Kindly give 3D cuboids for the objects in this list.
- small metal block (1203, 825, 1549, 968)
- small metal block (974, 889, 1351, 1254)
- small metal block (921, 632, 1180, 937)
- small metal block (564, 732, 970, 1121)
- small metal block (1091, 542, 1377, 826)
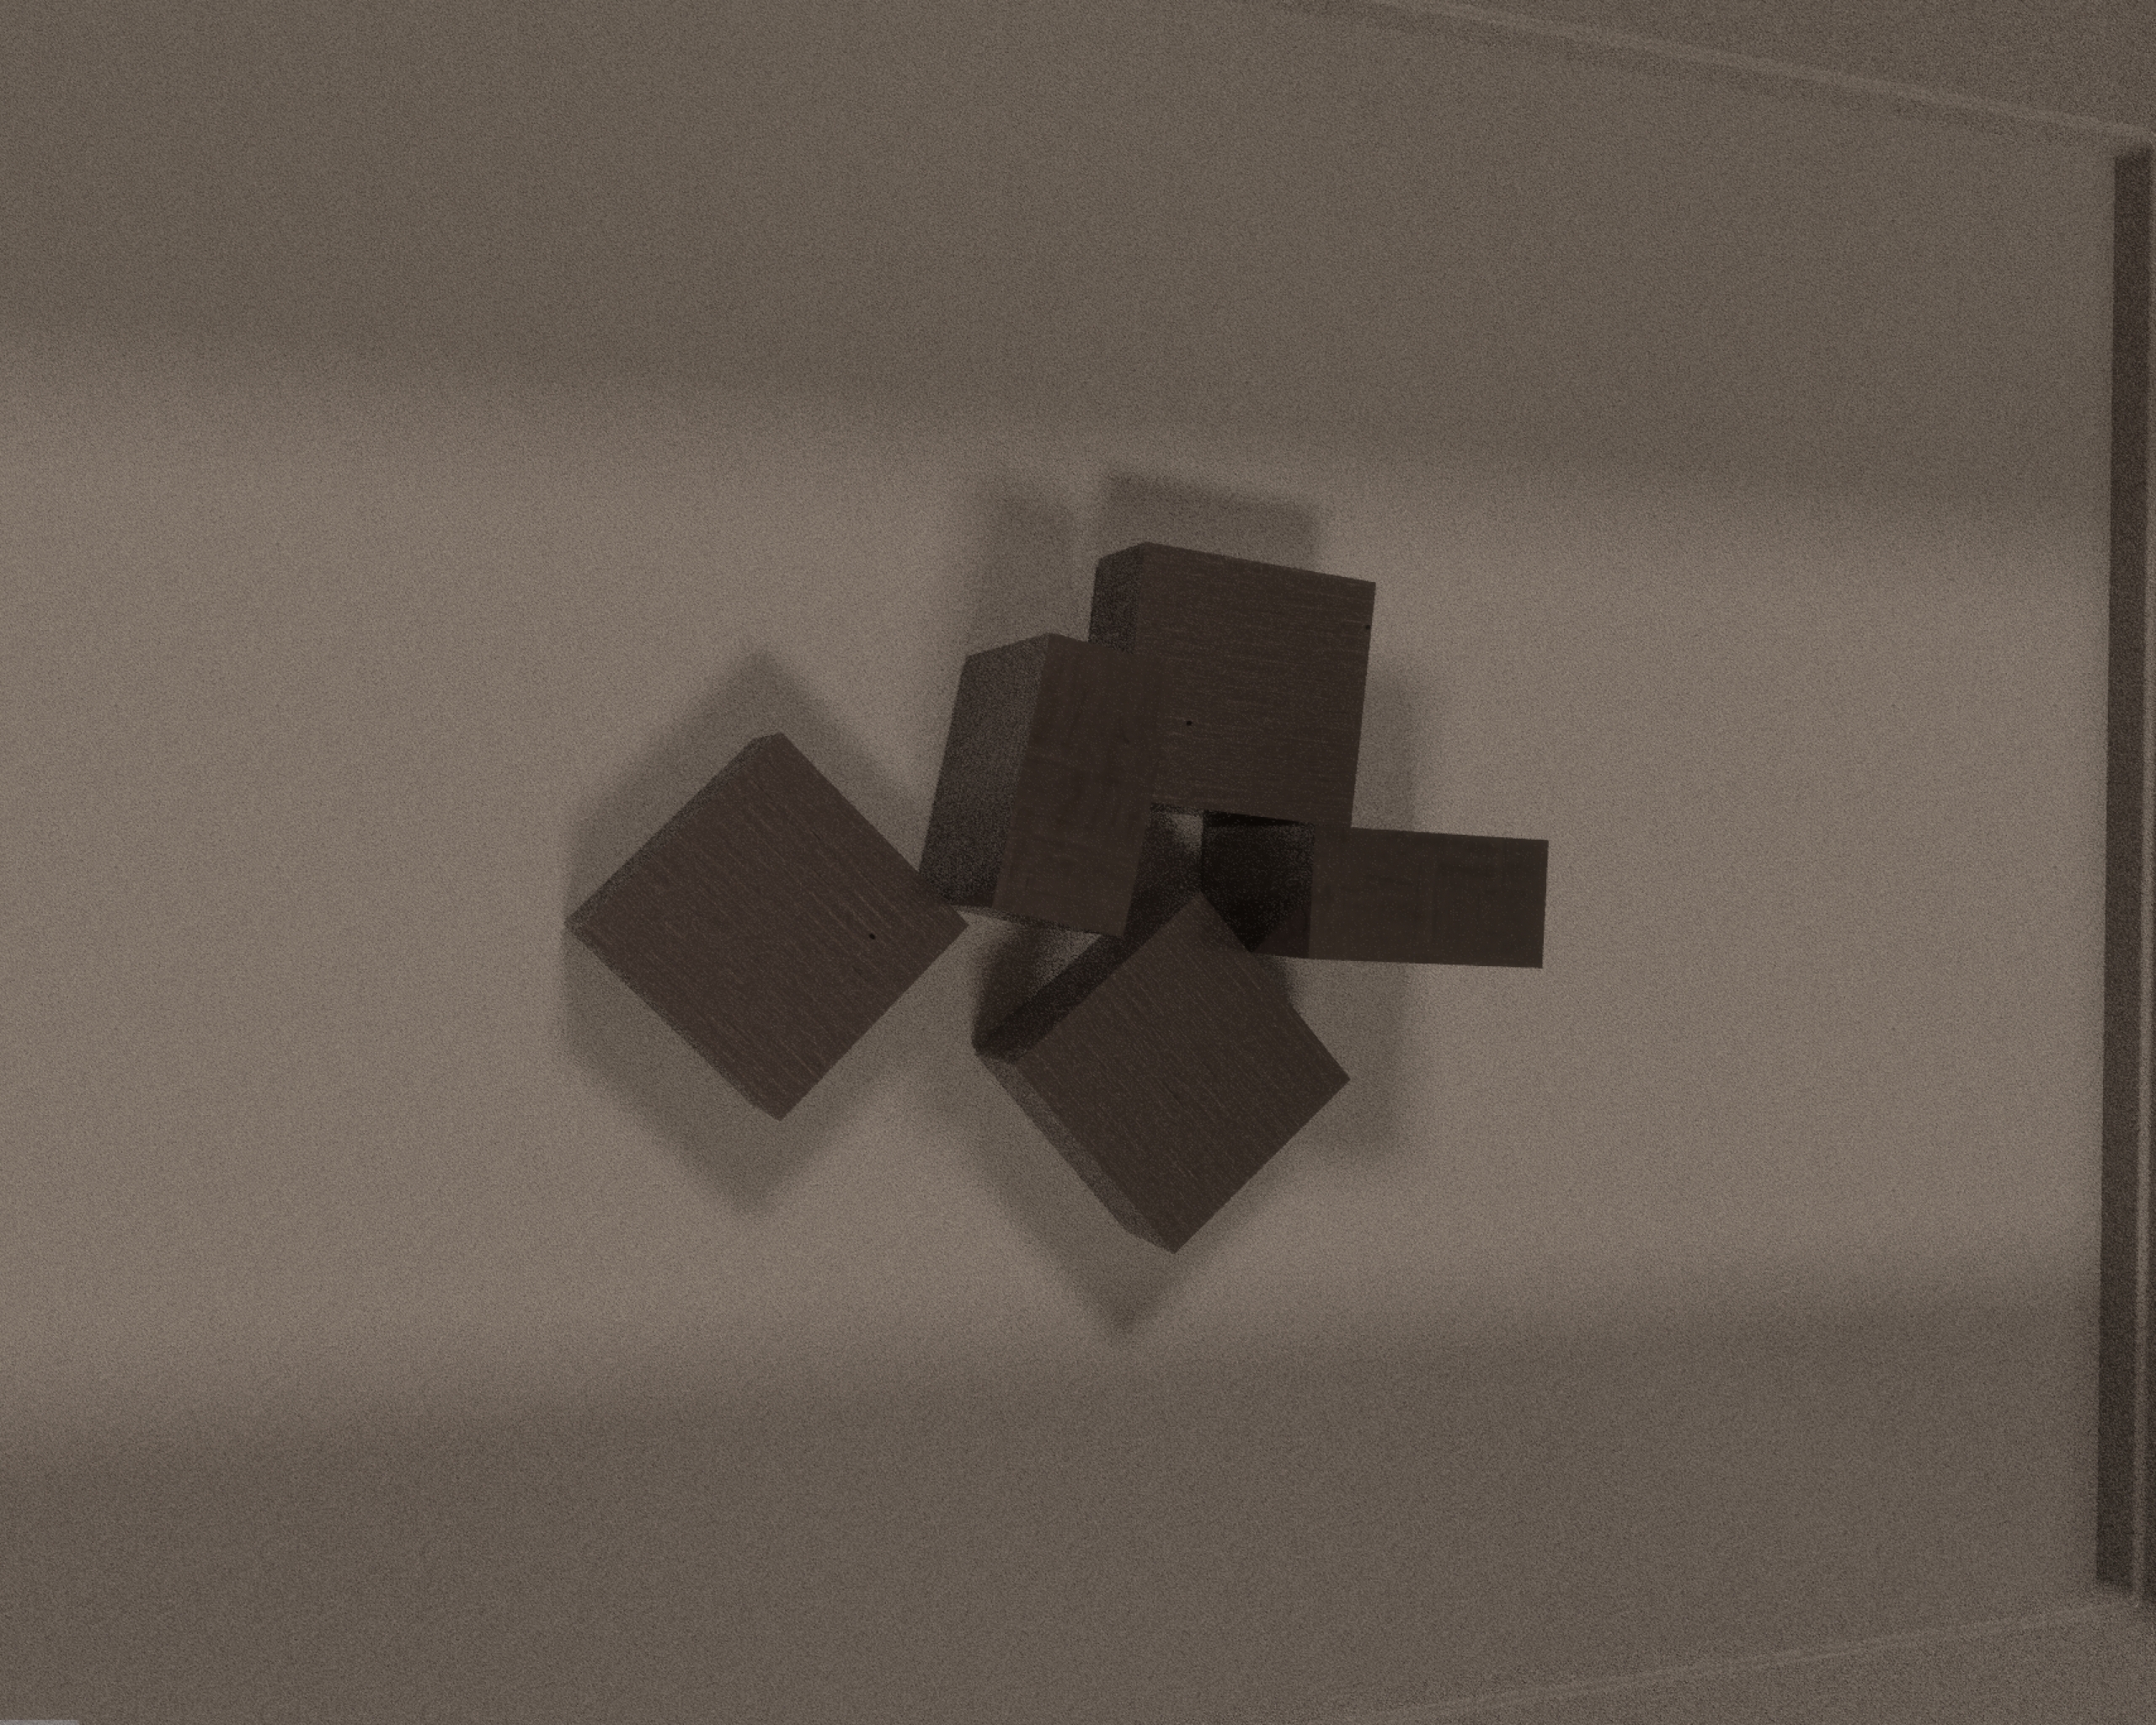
[{"bbox_3d":[0.058,0.007,0.418,0.050,0.050,0.025,3,89,-20],"label":"small metal block"},{"bbox_3d":[0.017,0.041,0.416,0.050,0.025,0.050,-43,104,-15],"label":"small metal block"},{"bbox_3d":[-0.007,-0.014,0.393,0.025,0.050,0.050,13,86,-20],"label":"small metal block"},{"bbox_3d":[-0.058,0.012,0.388,0.050,0.025,0.050,-47,105,-14],"label":"small metal block"},{"bbox_3d":[0.029,-0.034,0.421,0.050,0.025,0.050,7,88,-20],"label":"small metal block"}]
